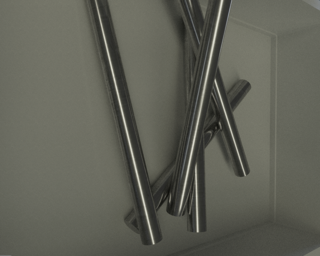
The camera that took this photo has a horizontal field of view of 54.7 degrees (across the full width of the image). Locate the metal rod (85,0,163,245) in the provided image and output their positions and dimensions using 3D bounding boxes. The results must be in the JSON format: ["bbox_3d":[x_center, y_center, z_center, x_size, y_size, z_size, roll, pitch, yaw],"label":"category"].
[{"bbox_3d":[-0.042,-0.014,0.353,0.025,0.025,0.298,-16,95,-39],"label":"metal rod"}]

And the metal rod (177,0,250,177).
[{"bbox_3d":[0.078,-0.052,0.428,0.025,0.025,0.299,-42,122,-32],"label":"metal rod"}]

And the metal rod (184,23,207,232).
[{"bbox_3d":[0.047,-0.015,0.422,0.025,0.025,0.298,7,78,-40],"label":"metal rod"}]

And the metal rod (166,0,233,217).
[{"bbox_3d":[0.046,-0.034,0.360,0.025,0.025,0.298,-3,110,-40],"label":"metal rod"}]

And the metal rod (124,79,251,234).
[{"bbox_3d":[0.055,0.025,0.452,0.301,0.025,0.025,-48,119,-29],"label":"metal rod"}]
